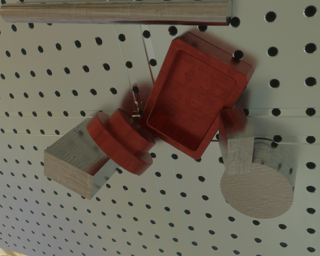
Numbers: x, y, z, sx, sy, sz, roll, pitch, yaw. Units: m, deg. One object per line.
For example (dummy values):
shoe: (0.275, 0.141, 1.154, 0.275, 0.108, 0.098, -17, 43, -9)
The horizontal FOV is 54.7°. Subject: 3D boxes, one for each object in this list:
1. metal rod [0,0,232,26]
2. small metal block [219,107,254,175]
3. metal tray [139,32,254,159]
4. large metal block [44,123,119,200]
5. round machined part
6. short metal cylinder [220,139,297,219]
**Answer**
metal rod: (-0.069, -0.135, 0.362, 0.301, 0.025, 0.025, 9, 122, 23)
small metal block: (0.079, 0.014, 0.329, 0.025, 0.050, 0.050, -6, 128, 3)
metal tray: (0.037, -0.033, 0.366, 0.090, 0.030, 0.129, 31, 128, 7)
large metal block: (-0.113, 0.048, 0.462, 0.080, 0.080, 0.050, 25, 127, 12)
round machined part: (-0.044, 0.012, 0.403, 0.098, 0.098, 0.042, 44, 96, -3)
short metal cylinder: (0.118, 0.060, 0.370, 0.080, 0.050, 0.079, 13, 124, 20)
